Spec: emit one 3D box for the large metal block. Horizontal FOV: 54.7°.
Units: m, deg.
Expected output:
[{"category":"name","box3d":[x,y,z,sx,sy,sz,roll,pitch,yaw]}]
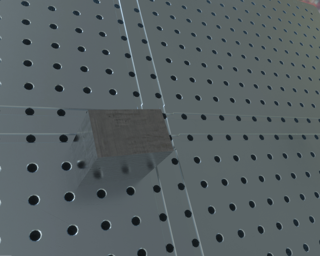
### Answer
[{"category":"large metal block","box3d":[-0.044,0.022,0.337,0.081,0.080,0.050,-3,63,-30]}]
